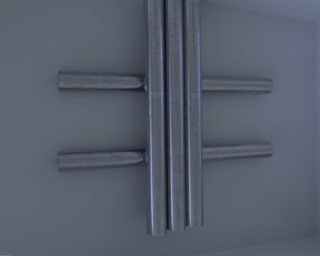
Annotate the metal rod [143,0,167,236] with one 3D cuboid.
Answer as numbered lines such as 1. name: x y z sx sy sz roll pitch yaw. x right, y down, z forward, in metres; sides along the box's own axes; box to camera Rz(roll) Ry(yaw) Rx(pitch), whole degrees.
1. metal rod: -0.006 -0.021 0.379 0.025 0.025 0.298 -1 90 -20

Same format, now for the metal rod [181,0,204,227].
1. metal rod: 0.041 -0.026 0.397 0.025 0.025 0.298 -1 90 -20

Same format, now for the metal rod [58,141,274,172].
1. metal rod: 0.022 0.036 0.417 0.303 0.025 0.025 -1 91 -20

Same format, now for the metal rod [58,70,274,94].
1. metal rod: 0.022 -0.059 0.417 0.303 0.025 0.025 -2 91 -20

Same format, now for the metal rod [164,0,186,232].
1. metal rod: 0.018 -0.023 0.388 0.025 0.025 0.298 -1 90 -20
